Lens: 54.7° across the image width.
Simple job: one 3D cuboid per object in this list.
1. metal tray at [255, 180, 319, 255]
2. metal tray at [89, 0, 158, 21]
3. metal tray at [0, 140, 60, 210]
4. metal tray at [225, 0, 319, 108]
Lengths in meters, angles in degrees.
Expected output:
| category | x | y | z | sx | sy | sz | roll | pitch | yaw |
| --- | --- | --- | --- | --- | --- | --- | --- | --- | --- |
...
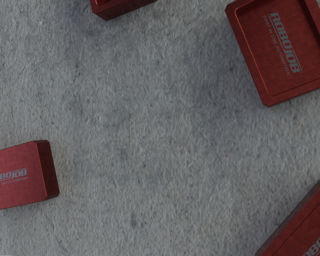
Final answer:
| category | x | y | z | sx | sy | sz | roll | pitch | yaw |
| --- | --- | --- | --- | --- | --- | --- | --- | --- | --- |
| metal tray | 0.180 | 0.133 | 0.342 | 0.090 | 0.030 | 0.129 | 39 | 102 | 15 |
| metal tray | -0.060 | -0.226 | 0.426 | 0.090 | 0.030 | 0.129 | -15 | 85 | 19 |
| metal tray | -0.227 | 0.076 | 0.484 | 0.130 | 0.030 | 0.090 | -15 | 85 | 19 |
| metal tray | 0.141 | -0.098 | 0.356 | 0.090 | 0.030 | 0.129 | -22 | 83 | 18 |
